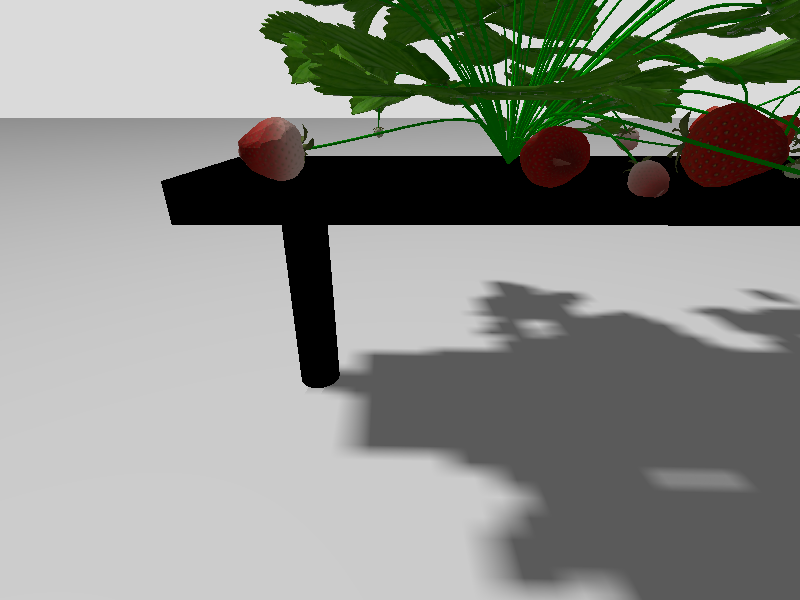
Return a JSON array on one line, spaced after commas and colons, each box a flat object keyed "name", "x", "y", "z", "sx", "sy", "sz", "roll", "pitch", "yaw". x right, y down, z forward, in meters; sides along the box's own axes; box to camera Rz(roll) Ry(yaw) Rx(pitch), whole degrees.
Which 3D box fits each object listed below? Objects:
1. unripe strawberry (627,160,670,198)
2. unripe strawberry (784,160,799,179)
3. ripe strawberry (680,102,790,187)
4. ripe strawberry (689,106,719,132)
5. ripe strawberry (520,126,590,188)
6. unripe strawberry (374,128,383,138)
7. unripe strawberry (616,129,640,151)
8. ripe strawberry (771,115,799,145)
[{"name": "unripe strawberry", "x": 0.127, "y": -0.061, "z": 0.204, "sx": 0.020, "sy": 0.020, "sz": 0.017, "roll": -7, "pitch": -36, "yaw": -13}, {"name": "unripe strawberry", "x": 0.256, "y": -0.084, "z": 0.258, "sx": 0.012, "sy": 0.011, "sz": 0.010, "roll": -36, "pitch": 3, "yaw": 36}, {"name": "ripe strawberry", "x": 0.196, "y": -0.089, "z": 0.233, "sx": 0.048, "sy": 0.047, "sz": 0.045, "roll": 23, "pitch": 34, "yaw": 38}, {"name": "ripe strawberry", "x": 0.417, "y": -0.235, "z": 0.540, "sx": 0.042, "sy": 0.044, "sz": 0.046, "roll": -13, "pitch": 13, "yaw": -24}, {"name": "ripe strawberry", "x": 0.086, "y": -0.078, "z": 0.221, "sx": 0.037, "sy": 0.033, "sz": 0.033, "roll": 1, "pitch": 26, "yaw": 2}, {"name": "unripe strawberry", "x": -0.025, "y": -0.203, "z": 0.486, "sx": 0.011, "sy": 0.010, "sz": 0.010, "roll": -16, "pitch": 30, "yaw": -30}, {"name": "unripe strawberry", "x": 0.239, "y": -0.167, "z": 0.421, "sx": 0.024, "sy": 0.021, "sz": 0.022, "roll": 32, "pitch": -17, "yaw": 48}, {"name": "ripe strawberry", "x": 0.412, "y": -0.183, "z": 0.437, "sx": 0.033, "sy": 0.034, "sz": 0.030, "roll": 22, "pitch": 33, "yaw": 39}]
